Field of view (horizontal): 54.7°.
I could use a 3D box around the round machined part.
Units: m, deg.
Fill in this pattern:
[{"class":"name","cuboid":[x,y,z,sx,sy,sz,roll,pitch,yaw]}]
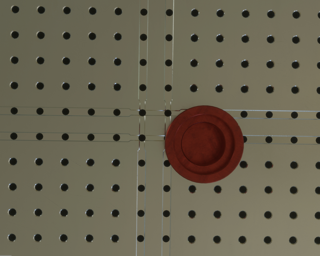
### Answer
[{"class":"round machined part","cuboid":[0.056,0.020,0.406,0.099,0.042,0.097,0,90,-1]}]
